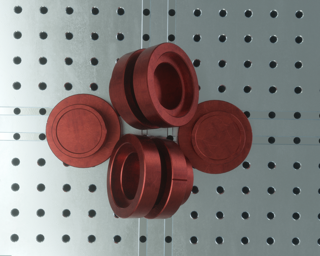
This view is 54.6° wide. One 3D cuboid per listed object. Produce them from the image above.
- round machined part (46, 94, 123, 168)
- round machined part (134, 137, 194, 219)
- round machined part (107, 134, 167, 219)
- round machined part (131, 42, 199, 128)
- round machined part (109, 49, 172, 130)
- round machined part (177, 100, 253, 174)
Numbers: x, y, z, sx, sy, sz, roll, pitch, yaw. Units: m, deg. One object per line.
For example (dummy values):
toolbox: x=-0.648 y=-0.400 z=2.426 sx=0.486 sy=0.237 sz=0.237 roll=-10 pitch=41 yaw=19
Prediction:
round machined part: x=-0.100 y=0.004 z=0.404 sx=0.099 sy=0.042 sz=0.097 roll=0 pitch=90 yaw=0
round machined part: x=0.005 y=0.063 z=0.386 sx=0.042 sy=0.098 sz=0.098 roll=10 pitch=90 yaw=-32
round machined part: x=-0.024 y=0.058 z=0.372 sx=0.042 sy=0.098 sz=0.098 roll=10 pitch=90 yaw=-32
round machined part: x=0.002 y=-0.048 z=0.370 sx=0.042 sy=0.099 sz=0.097 roll=-6 pitch=90 yaw=40
round machined part: x=-0.025 y=-0.046 z=0.388 sx=0.042 sy=0.099 sz=0.097 roll=-6 pitch=90 yaw=40
round machined part: x=0.073 y=0.012 z=0.405 sx=0.099 sy=0.042 sz=0.097 roll=0 pitch=90 yaw=0
